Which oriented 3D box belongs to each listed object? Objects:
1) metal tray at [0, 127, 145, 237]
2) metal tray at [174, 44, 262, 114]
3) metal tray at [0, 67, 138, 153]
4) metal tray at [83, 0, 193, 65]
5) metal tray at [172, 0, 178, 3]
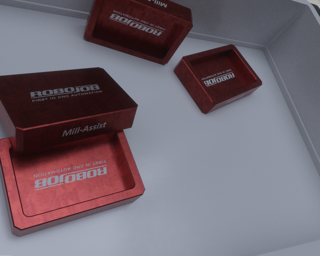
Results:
[{"bbox_3d":[-0.091,0.047,0.324,0.131,0.030,0.090,-10,67,-32],"label":"metal tray"},{"bbox_3d":[0.097,-0.084,0.505,0.131,0.030,0.090,-23,74,-36],"label":"metal tray"},{"bbox_3d":[-0.102,-0.027,0.339,0.131,0.030,0.090,-14,47,-37],"label":"metal tray"},{"bbox_3d":[-0.031,-0.145,0.435,0.131,0.090,0.030,13,56,-21],"label":"metal tray"},{"bbox_3d":[-0.037,-0.257,0.542,0.131,0.030,0.090,-8,66,-32],"label":"metal tray"}]
